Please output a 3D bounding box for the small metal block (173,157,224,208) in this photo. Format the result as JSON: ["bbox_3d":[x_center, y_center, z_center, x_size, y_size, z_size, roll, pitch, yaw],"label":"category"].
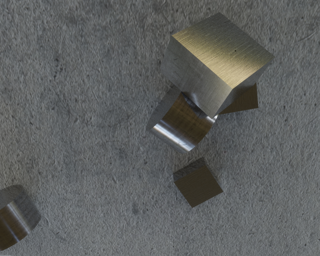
[{"bbox_3d":[0.053,0.077,0.439,0.050,0.025,0.050,-31,108,10],"label":"small metal block"}]

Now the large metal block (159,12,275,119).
[{"bbox_3d":[0.060,-0.069,0.334,0.080,0.081,0.050,45,146,14],"label":"large metal block"}]

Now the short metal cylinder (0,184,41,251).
[{"bbox_3d":[-0.213,0.122,0.423,0.080,0.080,0.050,-21,109,7],"label":"short metal cylinder"}]

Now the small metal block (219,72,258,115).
[{"bbox_3d":[0.094,-0.048,0.393,0.050,0.025,0.050,-10,110,3],"label":"small metal block"}]

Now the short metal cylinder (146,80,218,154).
[{"bbox_3d":[0.027,-0.016,0.375,0.050,0.080,0.080,35,106,-12],"label":"short metal cylinder"}]
